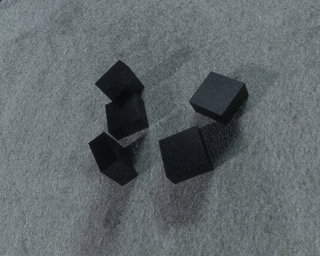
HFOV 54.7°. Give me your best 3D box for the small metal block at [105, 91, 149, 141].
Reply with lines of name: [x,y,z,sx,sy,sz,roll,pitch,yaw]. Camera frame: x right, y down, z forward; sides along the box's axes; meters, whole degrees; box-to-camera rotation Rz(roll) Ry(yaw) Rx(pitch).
small metal block: [-0.047,-0.017,0.438,0.050,0.025,0.050,-24,53,13]

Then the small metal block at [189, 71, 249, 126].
small metal block: [0.074,-0.038,0.388,0.050,0.025,0.050,29,78,37]

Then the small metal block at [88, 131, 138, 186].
small metal block: [-0.059,0.040,0.393,0.025,0.050,0.050,-37,51,4]

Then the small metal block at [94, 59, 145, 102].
small metal block: [-0.058,-0.063,0.455,0.050,0.050,0.025,-46,51,-4]

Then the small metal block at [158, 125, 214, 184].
small metal block: [0.030,0.032,0.367,0.050,0.025,0.050,-23,53,14]
